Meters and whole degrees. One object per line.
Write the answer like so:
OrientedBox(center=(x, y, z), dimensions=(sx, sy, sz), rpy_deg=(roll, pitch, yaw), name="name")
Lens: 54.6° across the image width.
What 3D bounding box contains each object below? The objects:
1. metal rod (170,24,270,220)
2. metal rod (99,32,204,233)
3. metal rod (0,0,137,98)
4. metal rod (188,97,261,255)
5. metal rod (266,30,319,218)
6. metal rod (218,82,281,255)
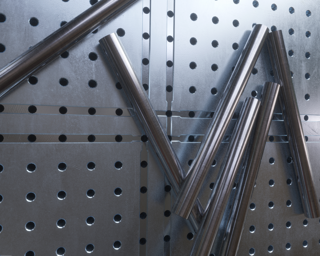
OrientedBox(center=(0.088, -0.019, 0.429), dimensions=(0.025, 0.025, 0.300), rpy_deg=(32, 74, -17), name="metal rod")
OrientedBox(center=(0.000, 0.018, 0.412), dimensions=(0.025, 0.025, 0.299), rpy_deg=(-29, 100, -18), name="metal rod")
OrientedBox(center=(-0.092, -0.126, 0.378), dimensions=(0.301, 0.025, 0.025), rpy_deg=(-42, 103, -15), name="metal rod")
OrientedBox(center=(0.081, 0.092, 0.420), dimensions=(0.025, 0.025, 0.300), rpy_deg=(29, 72, -18), name="metal rod")
OrientedBox(center=(0.211, -0.003, 0.489), dimensions=(0.025, 0.025, 0.299), rpy_deg=(-16, 96, -19), name="metal rod")
OrientedBox(center=(0.130, 0.076, 0.459), dimensions=(0.025, 0.025, 0.299), rpy_deg=(19, 84, -19), name="metal rod")
